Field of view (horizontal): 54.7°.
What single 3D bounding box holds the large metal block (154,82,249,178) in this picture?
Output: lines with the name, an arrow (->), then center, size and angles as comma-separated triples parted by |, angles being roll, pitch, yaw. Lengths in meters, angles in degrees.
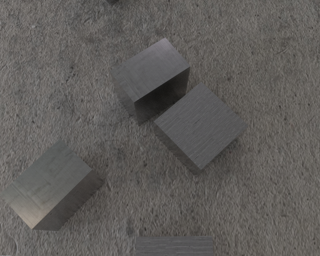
large metal block -> 0.049, 0.003, 0.394 | 0.080, 0.050, 0.080 | -41, 75, -13

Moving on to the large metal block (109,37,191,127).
large metal block -> -0.011, -0.056, 0.399 | 0.080, 0.080, 0.050 | -34, 74, -12

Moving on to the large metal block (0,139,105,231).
large metal block -> -0.116, 0.068, 0.353 | 0.050, 0.080, 0.080 | 41, 75, 13

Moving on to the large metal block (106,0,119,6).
large metal block -> -0.077, -0.255, 0.487 | 0.080, 0.050, 0.080 | -43, 76, -14

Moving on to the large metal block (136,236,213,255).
large metal block -> 0.015, 0.160, 0.336 | 0.081, 0.050, 0.080 | 0, 70, 0
